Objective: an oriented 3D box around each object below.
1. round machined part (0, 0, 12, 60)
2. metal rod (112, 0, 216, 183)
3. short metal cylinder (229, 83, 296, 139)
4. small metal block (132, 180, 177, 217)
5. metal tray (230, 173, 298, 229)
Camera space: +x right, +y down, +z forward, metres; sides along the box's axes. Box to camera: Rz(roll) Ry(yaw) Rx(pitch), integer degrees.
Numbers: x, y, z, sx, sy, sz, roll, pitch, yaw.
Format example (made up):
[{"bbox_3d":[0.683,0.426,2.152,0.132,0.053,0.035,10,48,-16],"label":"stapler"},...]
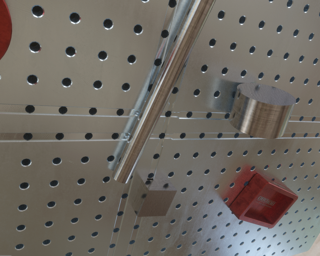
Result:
[{"bbox_3d":[-0.175,-0.086,0.251,0.099,0.042,0.097,-14,125,-21],"label":"round machined part"},{"bbox_3d":[0.008,-0.059,0.380,0.025,0.025,0.298,14,111,-34],"label":"metal rod"},{"bbox_3d":[0.144,-0.026,0.440,0.081,0.080,0.050,-6,121,-26],"label":"short metal cylinder"},{"bbox_3d":[-0.009,0.108,0.475,0.050,0.025,0.050,8,114,-33],"label":"small metal block"},{"bbox_3d":[0.209,0.148,0.617,0.131,0.030,0.090,26,104,-38],"label":"metal tray"}]
